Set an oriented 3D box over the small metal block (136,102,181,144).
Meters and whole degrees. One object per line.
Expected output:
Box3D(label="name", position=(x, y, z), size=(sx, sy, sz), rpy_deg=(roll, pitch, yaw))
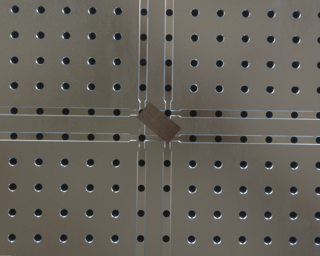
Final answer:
Box3D(label="small metal block", position=(-0.001, -0.006, 0.401), size=(0.050, 0.050, 0.025), rpy_deg=(40, 90, -1))
